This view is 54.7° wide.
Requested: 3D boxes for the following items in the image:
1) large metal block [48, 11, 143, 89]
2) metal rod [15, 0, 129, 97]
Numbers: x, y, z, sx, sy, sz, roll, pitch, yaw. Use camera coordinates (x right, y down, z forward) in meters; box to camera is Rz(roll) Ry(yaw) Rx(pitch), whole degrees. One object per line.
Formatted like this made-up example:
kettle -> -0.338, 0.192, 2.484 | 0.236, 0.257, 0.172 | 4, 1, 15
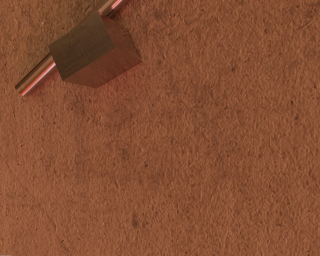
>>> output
large metal block -> -0.082, -0.097, 0.409 | 0.080, 0.080, 0.050 | -27, 81, 18
metal rod -> -0.102, -0.147, 0.444 | 0.300, 0.025, 0.025 | -38, 78, 16
